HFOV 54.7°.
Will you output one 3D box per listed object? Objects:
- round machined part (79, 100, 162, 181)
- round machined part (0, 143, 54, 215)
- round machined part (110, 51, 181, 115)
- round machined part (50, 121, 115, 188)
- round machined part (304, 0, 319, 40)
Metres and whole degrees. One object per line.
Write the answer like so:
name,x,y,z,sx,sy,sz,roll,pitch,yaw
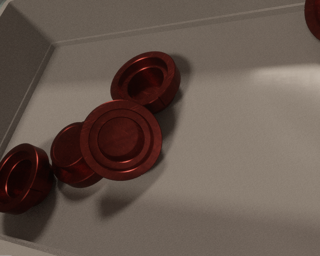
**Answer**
round machined part,-0.049,0.014,0.388,0.098,0.098,0.042,-46,10,-4
round machined part,-0.191,0.074,0.441,0.098,0.042,0.098,-16,59,28
round machined part,-0.016,-0.057,0.435,0.098,0.042,0.098,-13,54,19
round machined part,-0.112,0.031,0.433,0.098,0.042,0.098,-13,56,20
round machined part,0.219,-0.139,0.345,0.098,0.042,0.097,8,100,49
